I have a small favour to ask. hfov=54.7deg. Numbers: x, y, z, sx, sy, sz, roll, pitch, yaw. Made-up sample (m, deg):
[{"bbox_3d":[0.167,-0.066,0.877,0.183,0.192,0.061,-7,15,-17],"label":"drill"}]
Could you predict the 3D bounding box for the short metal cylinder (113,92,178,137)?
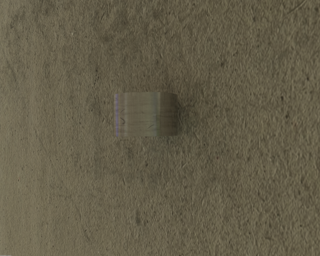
[{"bbox_3d":[-0.018,-0.015,0.384,0.080,0.081,0.050,-1,90,39],"label":"short metal cylinder"}]
